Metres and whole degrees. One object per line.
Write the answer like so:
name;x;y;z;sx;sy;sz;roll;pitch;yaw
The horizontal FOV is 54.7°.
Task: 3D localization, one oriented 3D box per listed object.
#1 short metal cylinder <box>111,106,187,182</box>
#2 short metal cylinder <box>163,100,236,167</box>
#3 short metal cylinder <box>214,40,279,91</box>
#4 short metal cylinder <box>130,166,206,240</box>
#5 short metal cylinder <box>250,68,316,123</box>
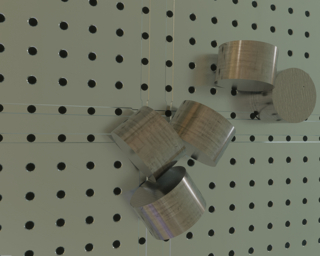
short metal cylinder;-0.014;0.019;0.378;0.050;0.080;0.080;-41;103;-15
short metal cylinder;0.050;0.008;0.402;0.080;0.080;0.050;36;78;-17
short metal cylinder;0.119;-0.083;0.427;0.081;0.080;0.050;8;88;-20
short metal cylinder;0.010;0.092;0.387;0.080;0.080;0.050;-35;102;-17
short metal cylinder;0.185;-0.047;0.467;0.081;0.050;0.079;0;90;-20
